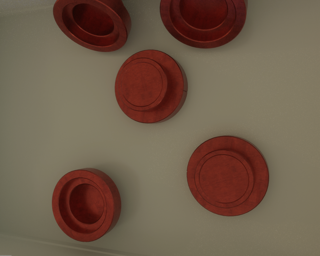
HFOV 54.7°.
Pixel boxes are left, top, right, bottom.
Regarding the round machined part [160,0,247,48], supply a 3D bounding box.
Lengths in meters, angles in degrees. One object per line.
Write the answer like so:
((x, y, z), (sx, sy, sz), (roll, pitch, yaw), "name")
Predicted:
((0.052, -0.145, 0.363), (0.098, 0.098, 0.042), (3, 55, 20), "round machined part")

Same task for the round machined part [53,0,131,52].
((-0.085, -0.149, 0.409), (0.098, 0.098, 0.042), (5, 63, 20), "round machined part")

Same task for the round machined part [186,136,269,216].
((0.079, 0.058, 0.373), (0.098, 0.042, 0.097), (0, 90, 20), "round machined part")

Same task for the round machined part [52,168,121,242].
((-0.098, 0.105, 0.436), (0.098, 0.042, 0.097), (0, 90, 20), "round machined part")

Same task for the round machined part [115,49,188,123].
((-0.016, -0.055, 0.407), (0.098, 0.042, 0.097), (0, 90, 20), "round machined part")
